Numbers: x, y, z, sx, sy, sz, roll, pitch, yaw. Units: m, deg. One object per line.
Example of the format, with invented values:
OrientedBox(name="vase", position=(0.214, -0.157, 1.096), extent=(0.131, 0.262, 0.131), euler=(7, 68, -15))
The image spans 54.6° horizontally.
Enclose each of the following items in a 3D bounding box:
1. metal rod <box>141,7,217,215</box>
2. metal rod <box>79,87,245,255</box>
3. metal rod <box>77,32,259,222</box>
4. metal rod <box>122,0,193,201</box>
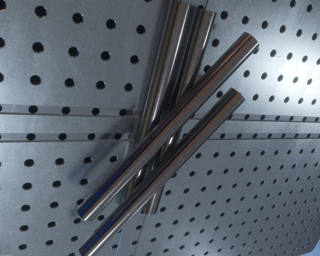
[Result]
OrientedBox(name="metal rod", position=(0.018, -0.005, 0.418), extent=(0.025, 0.025, 0.298), euler=(1, 118, -29))
OrientedBox(name="metal rod", position=(0.000, 0.064, 0.417), extent=(0.300, 0.025, 0.025), euler=(-47, 129, 4))
OrientedBox(name="metal rod", position=(0.007, 0.002, 0.384), extent=(0.300, 0.025, 0.025), euler=(-46, 129, 4))
OrientedBox(name="metal rod", position=(-0.012, -0.007, 0.400), extent=(0.025, 0.025, 0.298), euler=(1, 118, -29))
